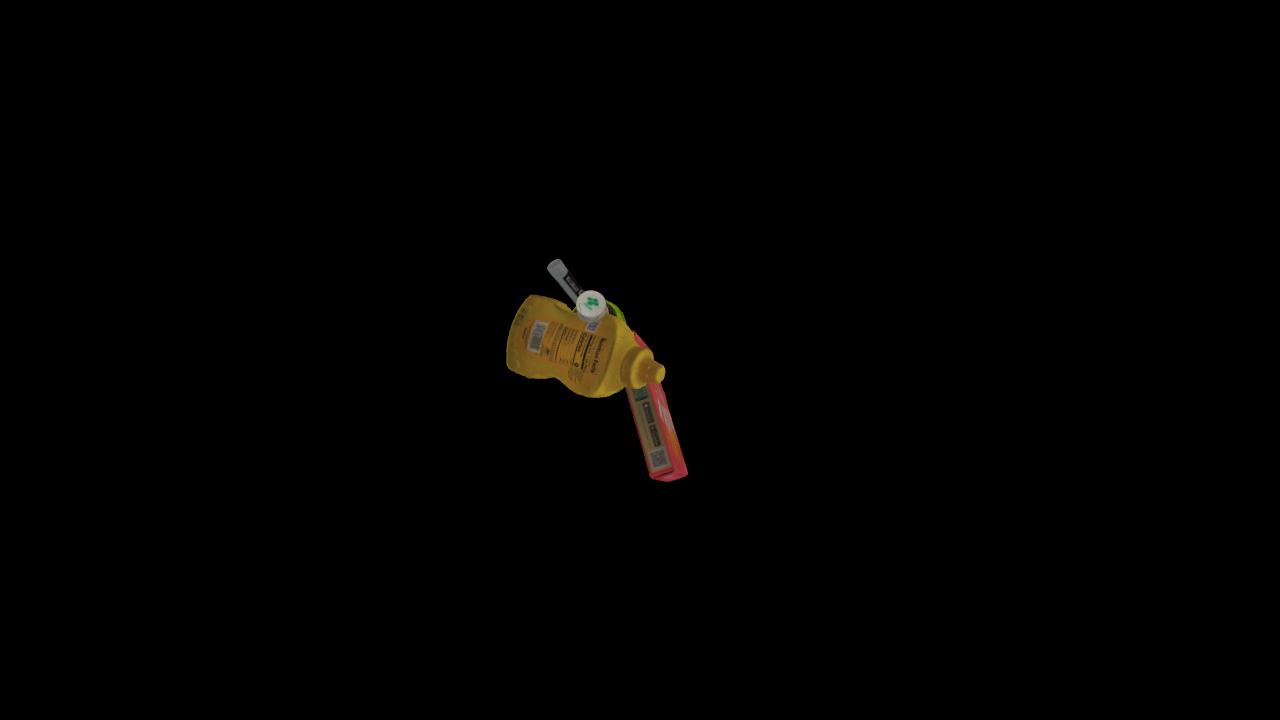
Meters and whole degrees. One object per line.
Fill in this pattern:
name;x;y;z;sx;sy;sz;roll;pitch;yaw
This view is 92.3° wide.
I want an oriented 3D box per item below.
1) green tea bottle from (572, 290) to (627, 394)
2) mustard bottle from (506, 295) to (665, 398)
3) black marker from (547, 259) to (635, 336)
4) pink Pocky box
green tea bottle;-0.048;-0.021;0.715;0.073;0.073;0.212;0;-20;4
mustard bottle;-0.054;-0.008;0.639;0.184;0.092;0.054;16;-7;31
black marker;-0.067;-0.068;0.716;0.020;0.020;0.121;0;-38;35
pink Pocky box;0.012;0.051;0.657;0.029;0.155;0.084;-19;-17;9
